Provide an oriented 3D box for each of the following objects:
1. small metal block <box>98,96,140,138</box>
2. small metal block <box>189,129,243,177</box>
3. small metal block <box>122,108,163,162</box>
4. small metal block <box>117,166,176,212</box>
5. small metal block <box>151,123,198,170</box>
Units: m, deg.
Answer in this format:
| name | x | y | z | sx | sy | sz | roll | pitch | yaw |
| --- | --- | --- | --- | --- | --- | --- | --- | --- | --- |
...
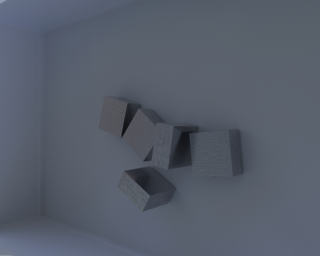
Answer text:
| name | x | y | z | sx | sy | sz | roll | pitch | yaw |
| --- | --- | --- | --- | --- | --- | --- | --- | --- | --- |
| small metal block | -0.060 | -0.017 | 0.451 | 0.050 | 0.025 | 0.050 | 20 | 102 | 38 |
| small metal block | 0.063 | 0.029 | 0.350 | 0.050 | 0.025 | 0.050 | -7 | 86 | 39 |
| small metal block | -0.017 | 0.009 | 0.415 | 0.050 | 0.025 | 0.050 | 46 | 117 | 30 |
| small metal block | -0.017 | 0.077 | 0.400 | 0.050 | 0.050 | 0.025 | 37 | 114 | 33 |
| small metal block | 0.018 | 0.020 | 0.372 | 0.025 | 0.050 | 0.050 | 12 | 98 | 38 |
